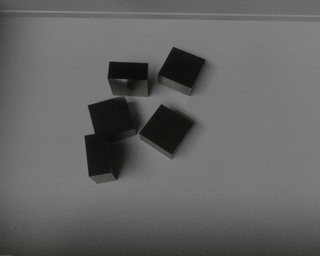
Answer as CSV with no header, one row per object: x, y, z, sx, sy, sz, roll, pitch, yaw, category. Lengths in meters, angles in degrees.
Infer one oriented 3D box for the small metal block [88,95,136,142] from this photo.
-0.064,-0.010,0.413,0.050,0.025,0.050,-16,71,-6,small metal block

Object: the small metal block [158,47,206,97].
0.031,-0.080,0.439,0.050,0.025,0.050,24,72,8,small metal block

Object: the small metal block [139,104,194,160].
0.008,0.005,0.408,0.050,0.025,0.050,33,73,11,small metal block

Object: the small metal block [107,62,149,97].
-0.041,-0.065,0.420,0.050,0.050,0.025,2,70,0,small metal block

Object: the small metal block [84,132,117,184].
-0.072,0.038,0.382,0.025,0.050,0.050,-10,71,-4,small metal block
